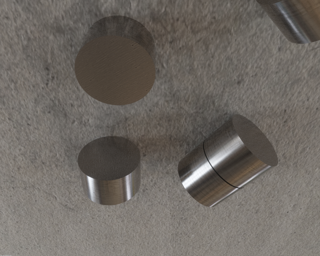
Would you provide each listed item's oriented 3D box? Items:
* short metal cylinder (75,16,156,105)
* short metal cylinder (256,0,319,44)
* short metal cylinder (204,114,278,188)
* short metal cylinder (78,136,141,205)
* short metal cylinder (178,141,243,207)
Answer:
[{"bbox_3d":[-0.045,-0.071,0.330,0.081,0.050,0.079,0,130,0],"label":"short metal cylinder"},{"bbox_3d":[0.133,-0.121,0.270,0.050,0.080,0.080,37,121,-27],"label":"short metal cylinder"},{"bbox_3d":[0.103,0.029,0.398,0.080,0.080,0.050,31,124,-24],"label":"short metal cylinder"},{"bbox_3d":[-0.066,0.056,0.418,0.081,0.080,0.050,1,130,-2],"label":"short metal cylinder"},{"bbox_3d":[0.071,0.060,0.424,0.080,0.080,0.050,31,123,-24],"label":"short metal cylinder"}]
